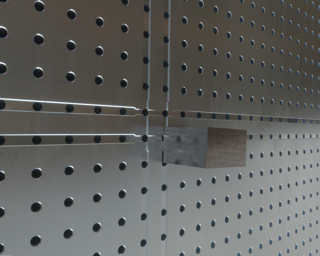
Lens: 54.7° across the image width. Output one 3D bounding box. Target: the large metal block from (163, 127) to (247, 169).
[{"bbox_3d":[0.061,0.025,0.427,0.081,0.080,0.050,4,88,-40],"label":"large metal block"}]
